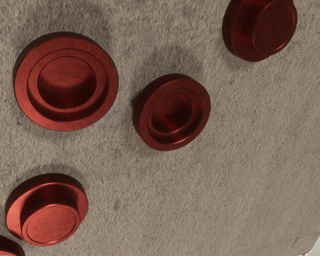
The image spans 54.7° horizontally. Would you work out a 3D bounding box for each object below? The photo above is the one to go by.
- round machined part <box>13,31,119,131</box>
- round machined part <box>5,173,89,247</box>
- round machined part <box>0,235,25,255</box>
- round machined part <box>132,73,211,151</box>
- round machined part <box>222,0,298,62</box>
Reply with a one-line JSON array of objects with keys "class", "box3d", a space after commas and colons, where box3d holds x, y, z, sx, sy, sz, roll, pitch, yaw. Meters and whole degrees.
[{"class": "round machined part", "box3d": [-0.095, -0.049, 0.314, 0.099, 0.042, 0.097, -14, 125, -21]}, {"class": "round machined part", "box3d": [-0.138, 0.108, 0.388, 0.099, 0.042, 0.097, -14, 125, -21]}, {"class": "round machined part", "box3d": [-0.220, 0.170, 0.381, 0.099, 0.042, 0.097, -14, 125, -21]}, {"class": "round machined part", "box3d": [0.011, -0.023, 0.389, 0.099, 0.042, 0.097, -14, 125, -21]}, {"class": "round machined part", "box3d": [0.131, -0.130, 0.389, 0.099, 0.042, 0.097, -14, 125, -21]}]
